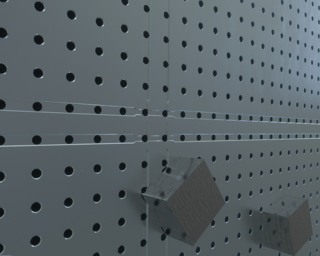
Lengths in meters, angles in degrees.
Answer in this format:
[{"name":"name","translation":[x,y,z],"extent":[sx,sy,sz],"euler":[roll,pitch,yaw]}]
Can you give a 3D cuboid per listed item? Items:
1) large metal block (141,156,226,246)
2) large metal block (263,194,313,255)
[{"name":"large metal block","translation":[0.034,0.097,0.424],"extent":[0.080,0.050,0.080],"euler":[-42,116,-32]},{"name":"large metal block","translation":[0.254,0.188,0.610],"extent":[0.081,0.050,0.079],"euler":[-22,104,-38]}]
